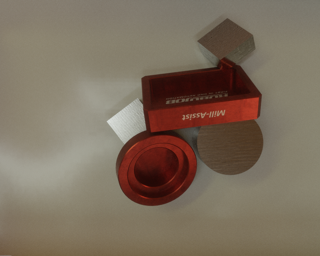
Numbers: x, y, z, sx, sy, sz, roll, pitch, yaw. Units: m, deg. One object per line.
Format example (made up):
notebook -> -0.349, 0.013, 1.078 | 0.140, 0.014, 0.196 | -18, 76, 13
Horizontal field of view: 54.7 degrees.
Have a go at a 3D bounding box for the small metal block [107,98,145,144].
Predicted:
small metal block -> -0.033, -0.004, 0.411 | 0.050, 0.025, 0.050 | -38, 90, 0

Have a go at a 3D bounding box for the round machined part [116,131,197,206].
round machined part -> -0.007, 0.045, 0.390 | 0.099, 0.042, 0.097 | -6, 113, -15

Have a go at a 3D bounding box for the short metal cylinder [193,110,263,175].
short metal cylinder -> 0.085, 0.017, 0.400 | 0.081, 0.050, 0.079 | 0, 90, -1

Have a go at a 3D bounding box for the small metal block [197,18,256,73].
small metal block -> 0.085, -0.107, 0.400 | 0.050, 0.025, 0.050 | -38, 53, -1

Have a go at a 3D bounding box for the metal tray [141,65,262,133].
metal tray -> 0.045, -0.039, 0.378 | 0.131, 0.090, 0.030 | -7, 124, -1
